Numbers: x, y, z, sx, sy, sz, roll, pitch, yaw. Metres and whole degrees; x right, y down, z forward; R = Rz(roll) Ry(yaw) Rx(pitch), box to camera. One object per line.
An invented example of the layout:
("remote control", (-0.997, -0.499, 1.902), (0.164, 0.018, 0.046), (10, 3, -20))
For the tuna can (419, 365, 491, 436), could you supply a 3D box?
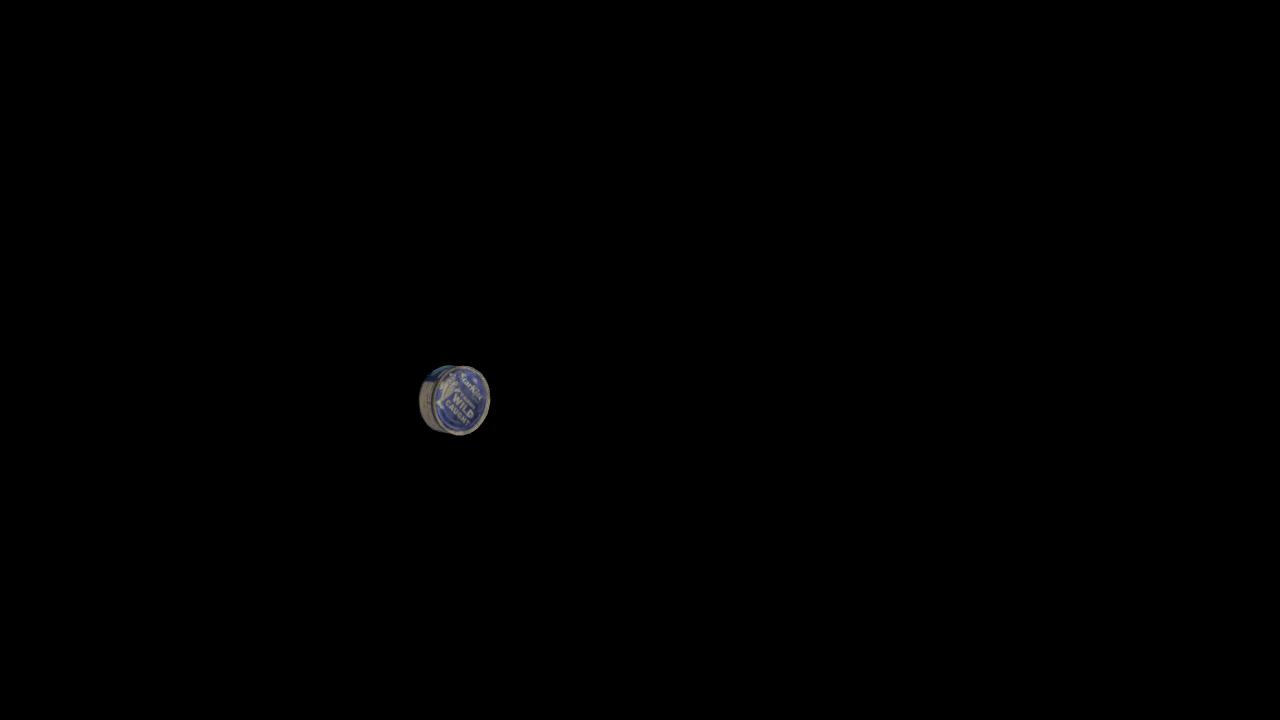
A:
("tuna can", (-0.224, 0.048, 0.746), (0.034, 0.084, 0.084), (2, 1, 36))
